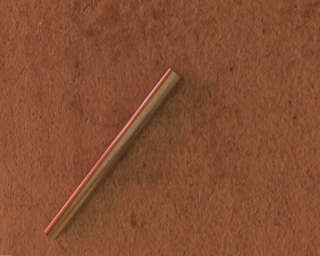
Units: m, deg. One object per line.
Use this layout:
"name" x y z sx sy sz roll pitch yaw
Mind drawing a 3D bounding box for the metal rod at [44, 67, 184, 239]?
"metal rod" -0.070 0.043 0.432 0.025 0.025 0.299 42 103 15
